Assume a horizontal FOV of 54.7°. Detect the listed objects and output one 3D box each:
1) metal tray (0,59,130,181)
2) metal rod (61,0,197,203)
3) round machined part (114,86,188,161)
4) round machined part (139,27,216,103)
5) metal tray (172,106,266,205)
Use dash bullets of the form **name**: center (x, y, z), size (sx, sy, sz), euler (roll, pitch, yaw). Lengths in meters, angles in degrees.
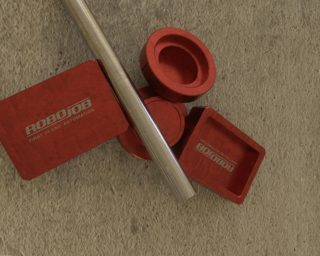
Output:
- **metal tray**: center (-0.113, -0.010, 0.355), size (0.131, 0.030, 0.090), euler (-28, 97, -9)
- **metal rod**: center (-0.044, -0.051, 0.358), size (0.025, 0.025, 0.299), euler (-29, 87, -18)
- **round machined part**: center (-0.007, -0.006, 0.399), size (0.099, 0.042, 0.097), euler (0, 90, -20)
- **round machined part**: center (0.019, -0.076, 0.397), size (0.099, 0.042, 0.098), euler (11, 64, -23)
- **metal tray**: center (0.080, 0.039, 0.426), size (0.130, 0.030, 0.090), euler (33, 79, -28)
